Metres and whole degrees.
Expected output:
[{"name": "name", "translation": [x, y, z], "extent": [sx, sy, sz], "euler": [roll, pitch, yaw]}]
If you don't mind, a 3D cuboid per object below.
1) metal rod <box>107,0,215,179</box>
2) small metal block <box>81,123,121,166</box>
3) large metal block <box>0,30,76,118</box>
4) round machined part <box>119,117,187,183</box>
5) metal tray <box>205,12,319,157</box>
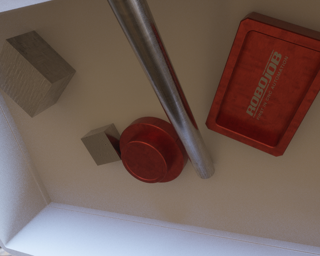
[{"name": "metal rod", "translation": [0.013, -0.028, 0.300], "extent": [0.025, 0.025, 0.299], "euler": [4, 147, 26]}, {"name": "small metal block", "translation": [-0.083, 0.025, 0.466], "extent": [0.050, 0.025, 0.050], "euler": [-16, 110, 34]}, {"name": "large metal block", "translation": [-0.180, -0.075, 0.438], "extent": [0.080, 0.050, 0.080], "euler": [45, 129, -3]}, {"name": "round machined part", "translation": [-0.014, 0.037, 0.426], "extent": [0.098, 0.042, 0.097], "euler": [13, 124, 20]}, {"name": "metal tray", "translation": [0.109, -0.041, 0.321], "extent": [0.090, 0.030, 0.129], "euler": [23, 127, 13]}]
